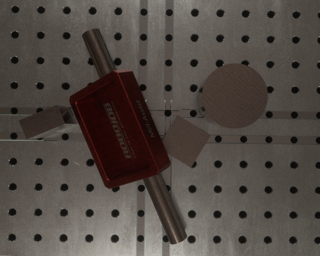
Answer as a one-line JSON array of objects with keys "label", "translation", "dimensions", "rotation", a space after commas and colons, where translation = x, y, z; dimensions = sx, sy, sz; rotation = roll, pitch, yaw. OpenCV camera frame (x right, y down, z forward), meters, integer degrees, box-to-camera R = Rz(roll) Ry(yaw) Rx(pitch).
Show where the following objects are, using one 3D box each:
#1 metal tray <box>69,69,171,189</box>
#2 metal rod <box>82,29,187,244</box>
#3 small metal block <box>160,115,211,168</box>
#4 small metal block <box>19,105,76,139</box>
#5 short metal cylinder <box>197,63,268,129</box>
[{"label": "metal tray", "translation": [-0.052, 0.003, 0.387], "dimensions": [0.090, 0.030, 0.129], "rotation": [-22, 91, 33]}, {"label": "metal rod", "translation": [-0.034, 0.011, 0.412], "dimensions": [0.025, 0.025, 0.299], "rotation": [-23, 90, 0]}, {"label": "small metal block", "translation": [0.032, 0.017, 0.414], "dimensions": [0.050, 0.025, 0.050], "rotation": [31, 90, -1]}, {"label": "small metal block", "translation": [-0.143, -0.007, 0.399], "dimensions": [0.050, 0.050, 0.025], "rotation": [-22, 90, 0]}, {"label": "short metal cylinder", "translation": [0.091, -0.039, 0.402], "dimensions": [0.081, 0.050, 0.079], "rotation": [0, 90, -1]}]
